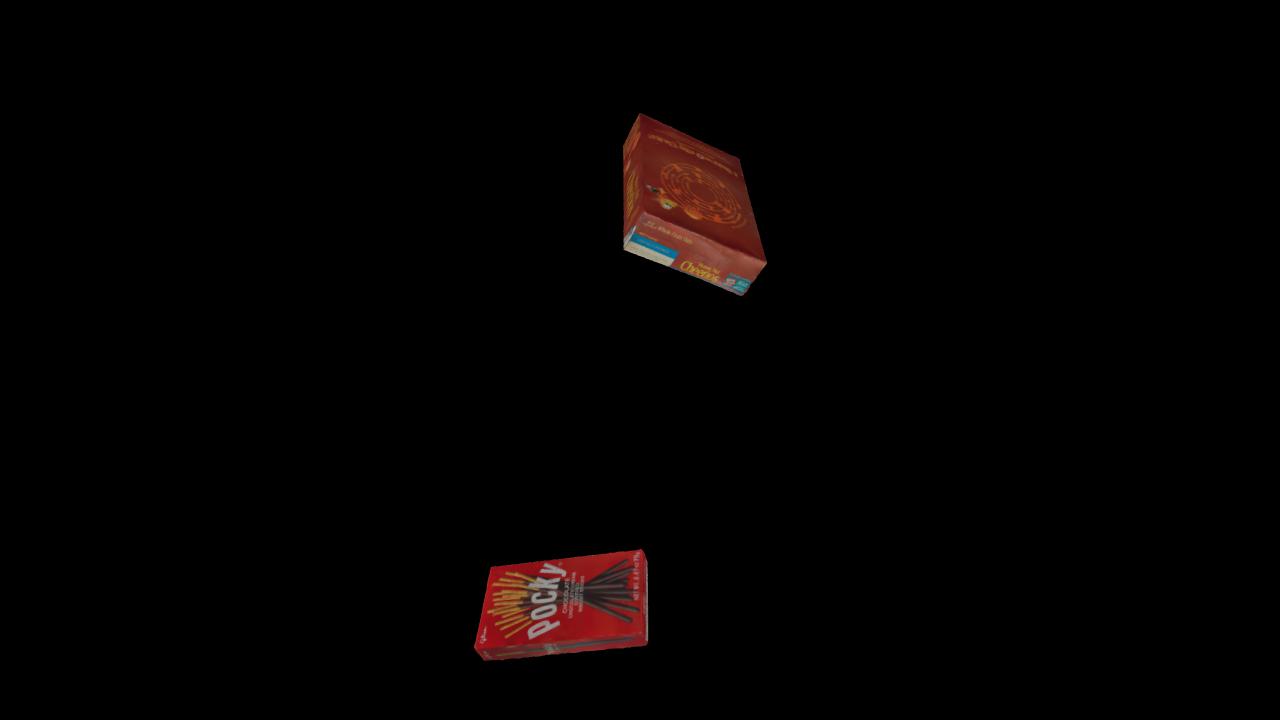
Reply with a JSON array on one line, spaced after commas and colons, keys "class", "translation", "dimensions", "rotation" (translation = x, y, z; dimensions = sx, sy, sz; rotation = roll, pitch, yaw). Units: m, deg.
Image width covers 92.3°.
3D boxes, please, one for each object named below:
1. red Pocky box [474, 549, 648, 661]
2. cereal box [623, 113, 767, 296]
[{"class": "red Pocky box", "translation": [-0.070, 0.224, 0.566], "dimensions": [0.155, 0.028, 0.083], "rotation": [-9, 42, 7]}, {"class": "cereal box", "translation": [0.076, -0.252, 0.971], "dimensions": [0.203, 0.306, 0.081], "rotation": [17, -46, -20]}]
